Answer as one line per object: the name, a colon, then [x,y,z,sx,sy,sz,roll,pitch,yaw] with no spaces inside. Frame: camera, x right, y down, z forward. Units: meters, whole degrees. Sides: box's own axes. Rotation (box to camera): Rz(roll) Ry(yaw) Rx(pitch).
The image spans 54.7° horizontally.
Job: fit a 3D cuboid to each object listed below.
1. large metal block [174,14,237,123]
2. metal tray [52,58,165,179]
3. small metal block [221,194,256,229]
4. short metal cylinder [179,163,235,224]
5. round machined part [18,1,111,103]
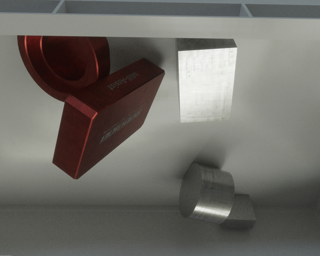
large metal block: [0.043,-0.063,0.320,0.050,0.080,0.079,-3,130,2]
metal tray: [-0.050,-0.014,0.329,0.030,0.131,0.089,34,128,11]
small metal block: [0.125,0.137,0.511,0.050,0.050,0.025,3,130,-3]
short metal cylinder: [0.067,0.096,0.456,0.050,0.080,0.079,16,128,-13]
round machined part: [-0.091,-0.077,0.314,0.098,0.042,0.097,15,126,22]
